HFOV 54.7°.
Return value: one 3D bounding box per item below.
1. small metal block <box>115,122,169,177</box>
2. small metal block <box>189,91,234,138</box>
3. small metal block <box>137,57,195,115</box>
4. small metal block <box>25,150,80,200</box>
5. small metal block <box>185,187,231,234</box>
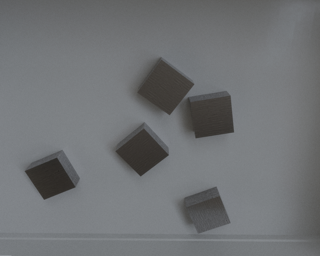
[{"bbox_3d":[-0.023,0.029,0.422,0.050,0.025,0.050,-39,106,13],"label":"small metal block"},{"bbox_3d":[0.067,-0.018,0.405,0.050,0.025,0.050,-9,110,3],"label":"small metal block"},{"bbox_3d":[0.007,-0.053,0.392,0.050,0.025,0.050,35,106,-12],"label":"small metal block"},{"bbox_3d":[-0.149,0.066,0.434,0.050,0.025,0.050,-23,109,8],"label":"small metal block"},{"bbox_3d":[0.070,0.121,0.456,0.050,0.025,0.050,-21,109,7],"label":"small metal block"}]
